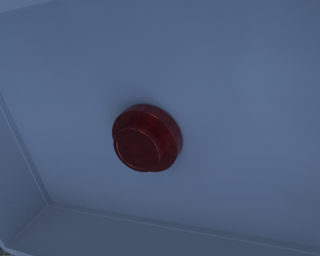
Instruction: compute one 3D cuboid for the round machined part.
[{"bbox_3d":[-0.023,0.020,0.416,0.098,0.042,0.097,13,124,20],"label":"round machined part"}]
